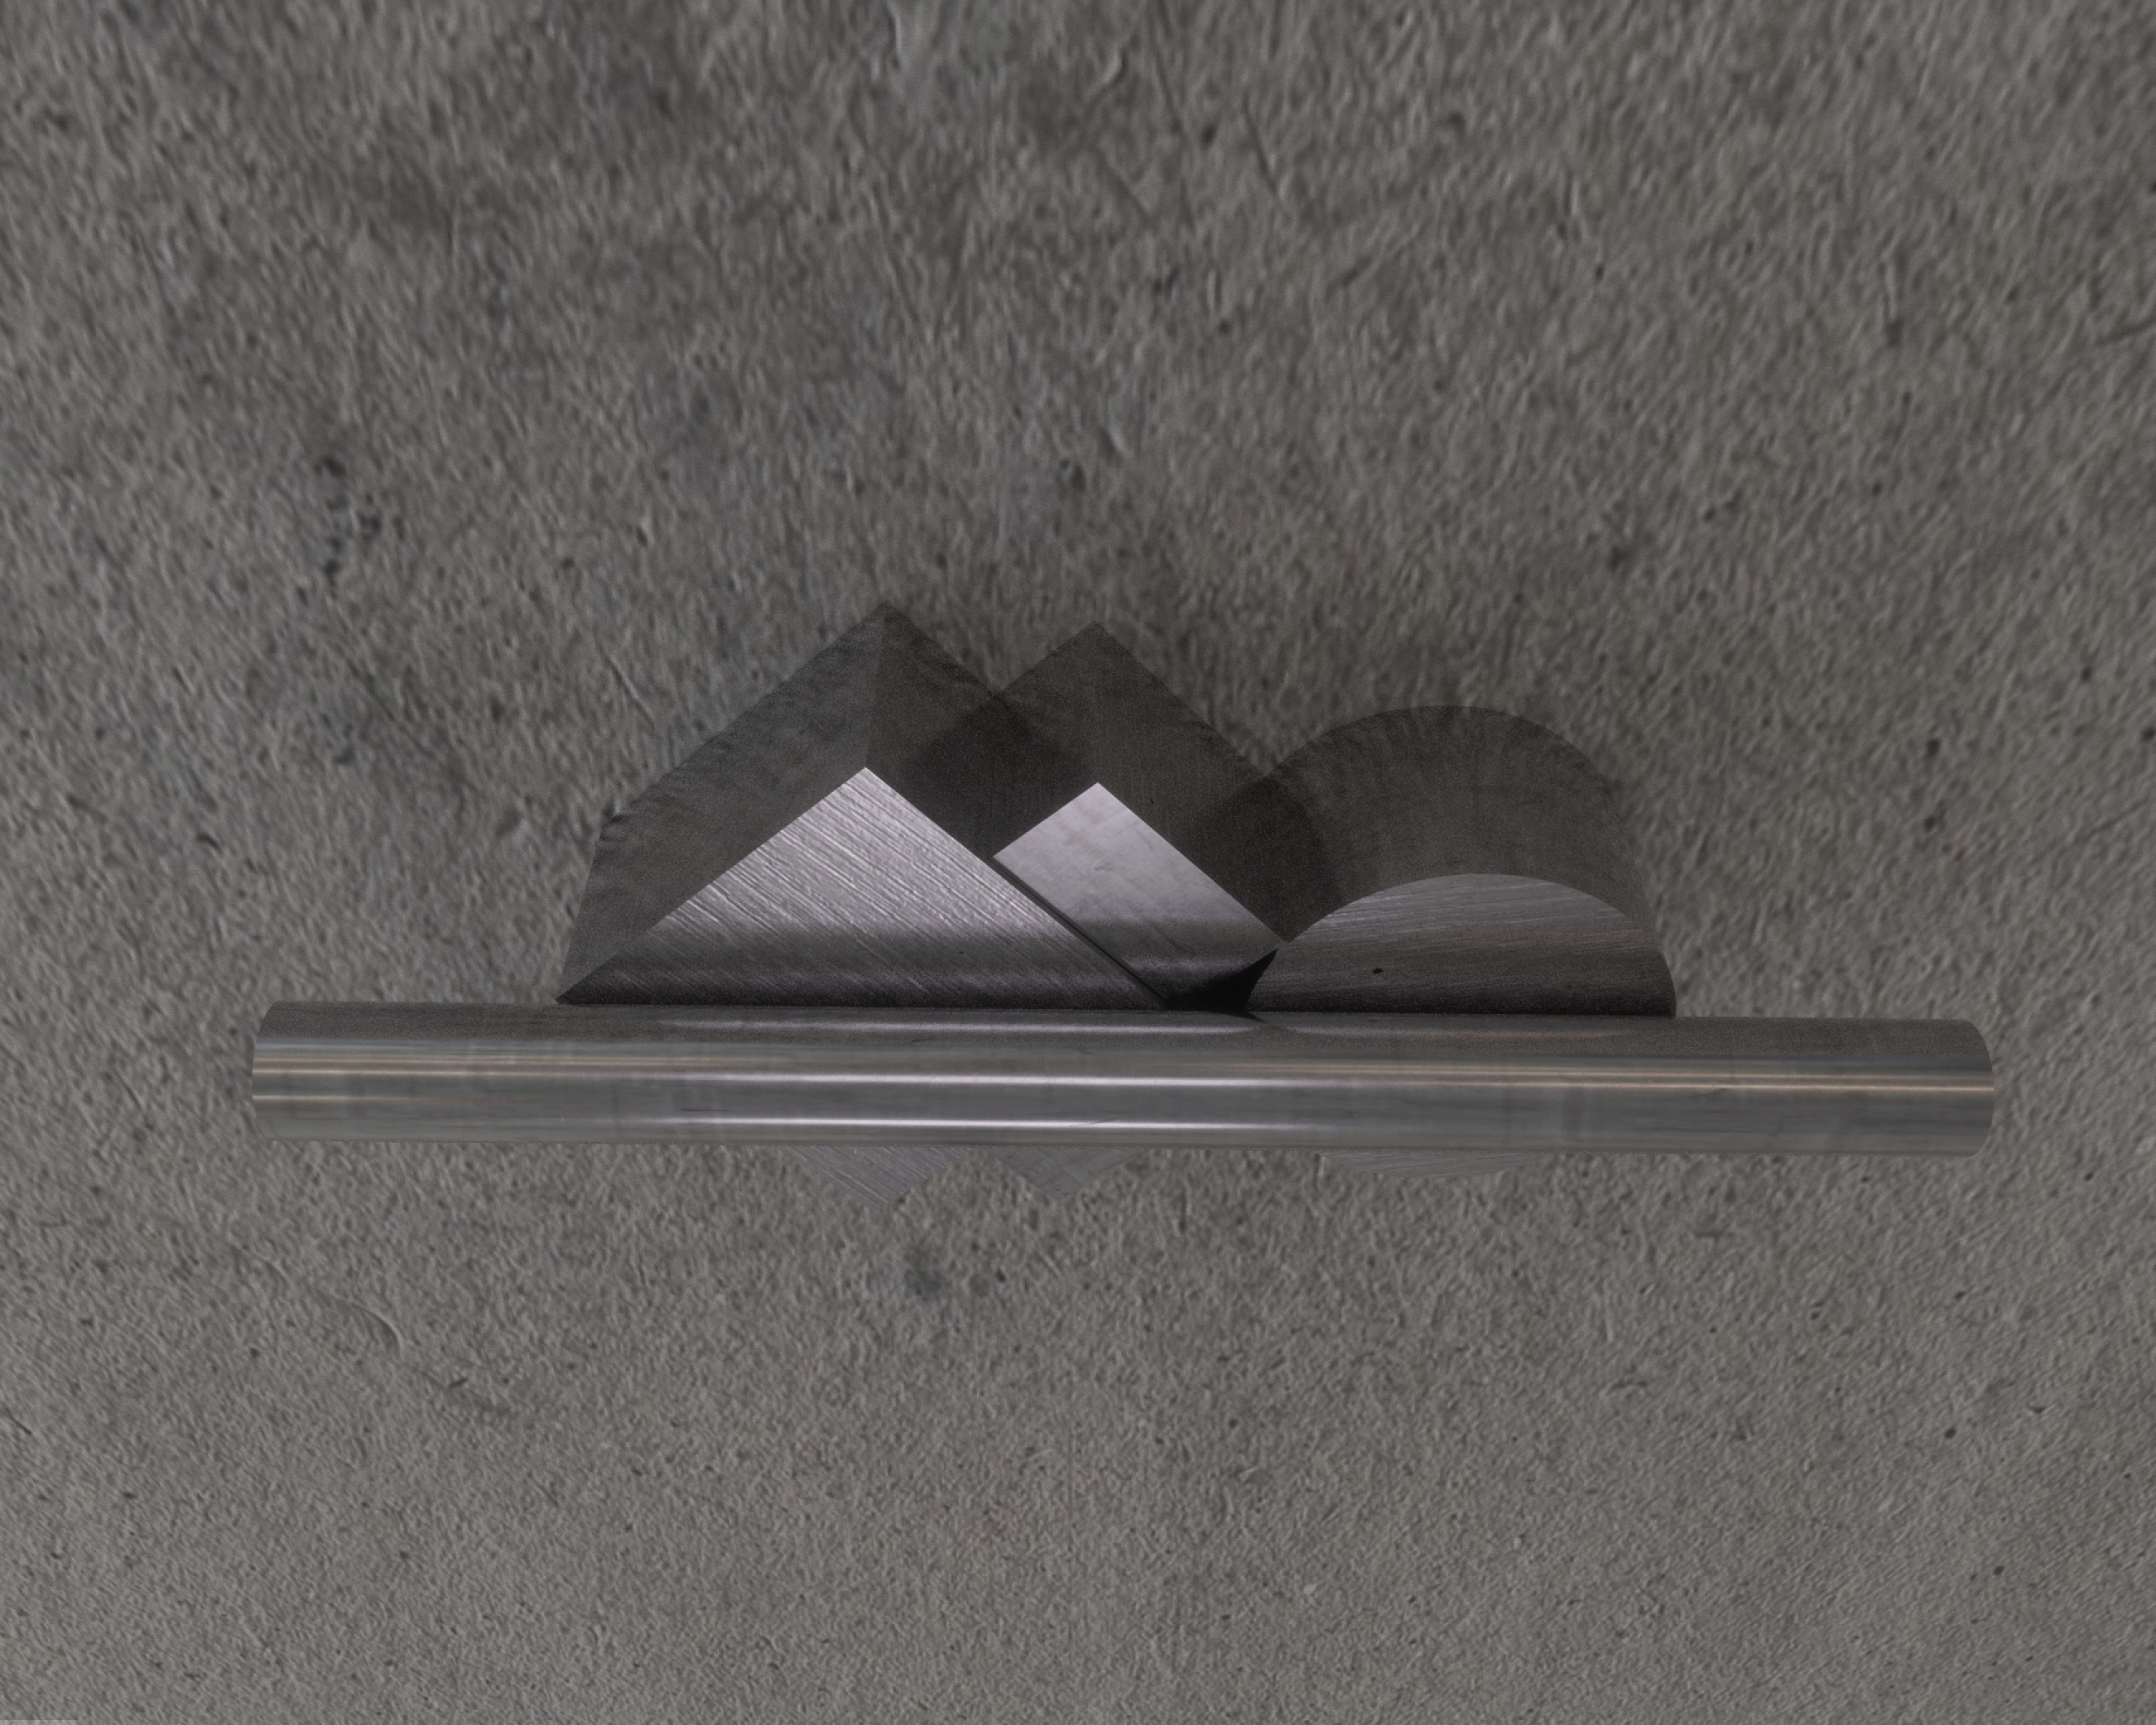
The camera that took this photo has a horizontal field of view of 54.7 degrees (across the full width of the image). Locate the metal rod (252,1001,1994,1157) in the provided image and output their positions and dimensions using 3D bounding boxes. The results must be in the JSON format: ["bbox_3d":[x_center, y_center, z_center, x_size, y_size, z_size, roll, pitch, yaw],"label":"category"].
[{"bbox_3d":[0.009,0.039,0.374,0.302,0.025,0.025,1,130,-1],"label":"metal rod"}]

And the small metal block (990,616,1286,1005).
[{"bbox_3d":[0.011,-0.009,0.385,0.025,0.050,0.050,-35,122,26],"label":"small metal block"}]

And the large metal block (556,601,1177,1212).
[{"bbox_3d":[-0.038,0.011,0.399,0.080,0.050,0.080,-35,122,25],"label":"large metal block"}]

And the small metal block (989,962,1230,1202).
[{"bbox_3d":[0.006,0.032,0.421,0.050,0.050,0.025,-35,122,25],"label":"small metal block"}]

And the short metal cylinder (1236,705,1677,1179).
[{"bbox_3d":[0.070,0.016,0.406,0.081,0.050,0.079,0,130,0],"label":"short metal cylinder"}]
